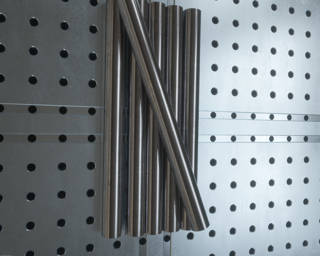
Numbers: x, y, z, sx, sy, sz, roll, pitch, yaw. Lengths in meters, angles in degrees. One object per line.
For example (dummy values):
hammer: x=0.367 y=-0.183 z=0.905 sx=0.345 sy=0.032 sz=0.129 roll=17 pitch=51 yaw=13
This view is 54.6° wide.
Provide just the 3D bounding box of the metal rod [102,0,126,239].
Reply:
metal rod: x=-0.058 y=-0.015 z=0.390 sx=0.025 sy=0.025 sz=0.298 roll=1 pitch=90 yaw=-20

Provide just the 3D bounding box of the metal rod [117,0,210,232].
metal rod: x=0.007 y=-0.012 z=0.388 sx=0.025 sy=0.025 sz=0.299 roll=-20 pitch=97 yaw=-19

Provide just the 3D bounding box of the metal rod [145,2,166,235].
metal rod: x=-0.007 y=-0.013 z=0.409 sx=0.025 sy=0.025 sz=0.298 roll=1 pitch=90 yaw=-20

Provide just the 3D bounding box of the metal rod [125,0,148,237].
metal rod: x=-0.030 y=-0.013 z=0.400 sx=0.025 sy=0.025 sz=0.298 roll=1 pitch=90 yaw=-20

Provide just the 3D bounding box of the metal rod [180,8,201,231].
metal rod: x=0.041 y=-0.012 z=0.428 sx=0.025 sy=0.025 sz=0.298 roll=1 pitch=90 yaw=-20

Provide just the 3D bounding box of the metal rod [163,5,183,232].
metal rod: x=0.016 y=-0.012 z=0.419 sx=0.025 sy=0.025 sz=0.298 roll=1 pitch=90 yaw=-20
